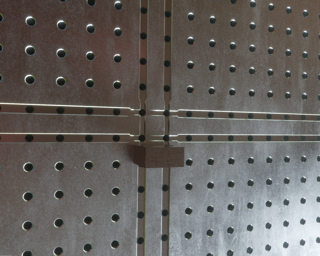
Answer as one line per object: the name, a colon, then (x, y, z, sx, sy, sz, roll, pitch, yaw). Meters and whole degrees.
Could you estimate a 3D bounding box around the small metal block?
small metal block: (-0.002, 0.036, 0.400, 0.050, 0.050, 0.025, 1, 90, -20)
